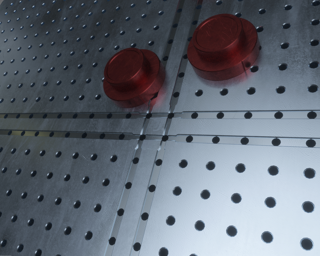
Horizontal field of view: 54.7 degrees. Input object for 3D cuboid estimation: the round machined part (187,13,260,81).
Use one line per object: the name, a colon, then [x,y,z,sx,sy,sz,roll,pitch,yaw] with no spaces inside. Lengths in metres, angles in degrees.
round machined part: [0.083,-0.117,0.425,0.098,0.042,0.098,-13,56,20]

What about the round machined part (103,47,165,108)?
round machined part: [-0.045,-0.083,0.470,0.098,0.042,0.098,-13,56,20]
